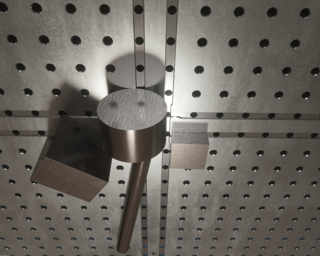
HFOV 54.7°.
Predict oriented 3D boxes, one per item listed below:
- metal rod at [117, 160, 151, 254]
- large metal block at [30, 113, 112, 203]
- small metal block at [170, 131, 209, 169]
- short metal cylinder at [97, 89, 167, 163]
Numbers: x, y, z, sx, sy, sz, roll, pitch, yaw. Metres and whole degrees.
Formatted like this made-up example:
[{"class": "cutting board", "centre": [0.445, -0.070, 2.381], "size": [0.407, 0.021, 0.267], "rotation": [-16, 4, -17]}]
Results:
[{"class": "metal rod", "centre": [-0.046, 0.125, 0.517], "size": [0.025, 0.025, 0.298], "rotation": [8, 130, -7]}, {"class": "large metal block", "centre": [-0.111, 0.039, 0.407], "size": [0.080, 0.080, 0.050], "rotation": [28, 125, -22]}, {"class": "small metal block", "centre": [0.040, 0.032, 0.440], "size": [0.050, 0.025, 0.050], "rotation": [1, 130, -2]}, {"class": "short metal cylinder", "centre": [-0.032, -0.005, 0.371], "size": [0.081, 0.080, 0.050], "rotation": [0, 130, -1]}]
